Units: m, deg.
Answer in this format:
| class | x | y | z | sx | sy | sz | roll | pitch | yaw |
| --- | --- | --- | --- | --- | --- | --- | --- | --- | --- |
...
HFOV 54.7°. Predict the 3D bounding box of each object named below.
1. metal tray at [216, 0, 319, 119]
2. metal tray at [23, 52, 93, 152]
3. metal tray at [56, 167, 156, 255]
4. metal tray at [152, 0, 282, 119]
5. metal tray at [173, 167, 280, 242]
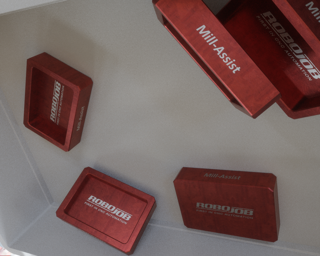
| class | x | y | z | sx | sy | sz | roll | pitch | yaw |
| --- | --- | --- | --- | --- | --- | --- | --- | --- | --- |
| metal tray | 0.113 | -0.070 | 0.272 | 0.130 | 0.030 | 0.090 | 47 | 165 | -6 |
| metal tray | -0.157 | -0.036 | 0.466 | 0.090 | 0.030 | 0.129 | 30 | 128 | 9 |
| metal tray | -0.082 | 0.127 | 0.486 | 0.130 | 0.090 | 0.030 | 22 | 154 | 15 |
| metal tray | 0.050 | -0.072 | 0.294 | 0.030 | 0.090 | 0.130 | -42 | 96 | 9 |
| metal tray | 0.090 | 0.102 | 0.421 | 0.130 | 0.030 | 0.089 | 0 | 119 | 28 |
